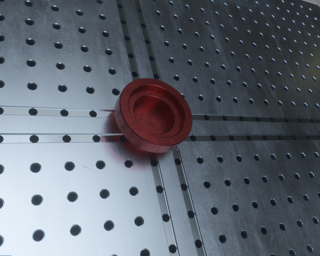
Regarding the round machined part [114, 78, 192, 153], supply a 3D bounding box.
[{"bbox_3d":[-0.011,-0.012,0.398,0.099,0.042,0.098,13,56,-21],"label":"round machined part"}]
